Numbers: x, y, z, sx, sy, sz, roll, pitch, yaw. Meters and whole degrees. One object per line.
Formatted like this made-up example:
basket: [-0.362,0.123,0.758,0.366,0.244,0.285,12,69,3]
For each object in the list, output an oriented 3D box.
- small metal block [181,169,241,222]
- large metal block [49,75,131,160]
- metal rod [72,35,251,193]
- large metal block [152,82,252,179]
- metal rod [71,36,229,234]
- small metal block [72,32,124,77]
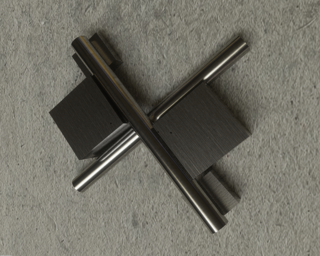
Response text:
small metal block: [0.064,0.087,0.388,0.050,0.025,0.050,-45,76,14]
large metal block: [-0.090,-0.014,0.427,0.080,0.050,0.080,-39,78,16]
metal rod: [-0.008,-0.010,0.414,0.299,0.025,0.025,-40,77,15]
large metal block: [0.052,0.003,0.378,0.080,0.050,0.080,-41,77,15]
metal rod: [-0.020,-0.001,0.390,0.025,0.025,0.300,-41,77,15]
small metal block: [-0.089,-0.098,0.442,0.050,0.025,0.050,-39,78,15]
